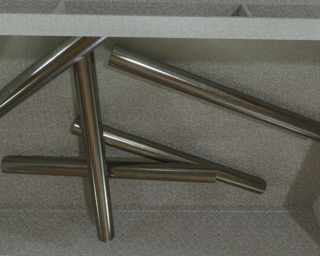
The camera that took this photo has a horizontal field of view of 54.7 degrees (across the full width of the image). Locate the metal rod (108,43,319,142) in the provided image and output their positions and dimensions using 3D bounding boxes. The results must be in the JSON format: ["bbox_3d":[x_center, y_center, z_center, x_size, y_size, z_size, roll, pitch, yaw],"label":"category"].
[{"bbox_3d":[0.085,-0.036,0.379,0.302,0.025,0.025,18,128,-15],"label":"metal rod"}]

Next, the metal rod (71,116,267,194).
[{"bbox_3d":[0.024,0.044,0.447,0.302,0.025,0.025,20,127,-17],"label":"metal rod"}]

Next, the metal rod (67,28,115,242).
[{"bbox_3d":[-0.082,0.029,0.392,0.025,0.025,0.298,-1,118,0],"label":"metal rod"}]

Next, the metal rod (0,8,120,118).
[{"bbox_3d":[-0.164,-0.040,0.351,0.300,0.025,0.025,-26,126,28],"label":"metal rod"}]

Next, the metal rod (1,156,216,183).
[{"bbox_3d":[-0.075,0.058,0.436,0.302,0.025,0.025,2,131,6],"label":"metal rod"}]
